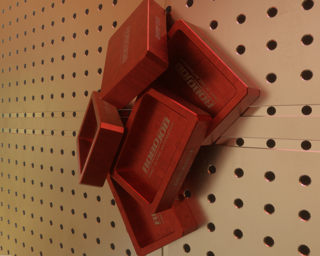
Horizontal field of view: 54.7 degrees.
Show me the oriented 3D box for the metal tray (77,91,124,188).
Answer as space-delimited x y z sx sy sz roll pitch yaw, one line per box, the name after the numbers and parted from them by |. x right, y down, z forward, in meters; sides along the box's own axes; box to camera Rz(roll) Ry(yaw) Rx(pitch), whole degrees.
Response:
-0.089 0.011 0.437 0.089 0.030 0.130 -67 24 18 | metal tray

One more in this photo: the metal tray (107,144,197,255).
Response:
-0.017 0.094 0.418 0.090 0.030 0.130 -40 66 32 | metal tray

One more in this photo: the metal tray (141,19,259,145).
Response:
0.041 -0.054 0.370 0.090 0.030 0.130 -51 61 27 | metal tray

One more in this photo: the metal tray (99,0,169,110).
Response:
-0.032 -0.097 0.391 0.090 0.030 0.130 -37 37 33 | metal tray

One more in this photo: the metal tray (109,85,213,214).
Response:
-0.005 0.023 0.369 0.090 0.030 0.129 35 111 34 | metal tray
